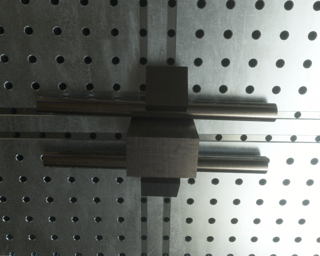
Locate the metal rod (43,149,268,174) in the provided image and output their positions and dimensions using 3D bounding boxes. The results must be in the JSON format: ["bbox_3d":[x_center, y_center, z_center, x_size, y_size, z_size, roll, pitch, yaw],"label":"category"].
[{"bbox_3d":[-0.005,0.046,0.427,0.302,0.025,0.025,2,110,-1],"label":"metal rod"}]

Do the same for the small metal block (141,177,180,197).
[{"bbox_3d":[0.000,0.073,0.424,0.050,0.025,0.050,2,148,-2],"label":"small metal block"}]

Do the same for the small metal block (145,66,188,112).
[{"bbox_3d":[0.008,-0.048,0.380,0.050,0.025,0.050,1,76,-1],"label":"small metal block"}]

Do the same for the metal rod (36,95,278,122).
[{"bbox_3d":[-0.002,-0.025,0.399,0.302,0.025,0.025,2,110,-1],"label":"metal rod"}]

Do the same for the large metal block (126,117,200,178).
[{"bbox_3d":[0.003,0.020,0.387,0.081,0.080,0.050,2,110,-1],"label":"large metal block"}]
